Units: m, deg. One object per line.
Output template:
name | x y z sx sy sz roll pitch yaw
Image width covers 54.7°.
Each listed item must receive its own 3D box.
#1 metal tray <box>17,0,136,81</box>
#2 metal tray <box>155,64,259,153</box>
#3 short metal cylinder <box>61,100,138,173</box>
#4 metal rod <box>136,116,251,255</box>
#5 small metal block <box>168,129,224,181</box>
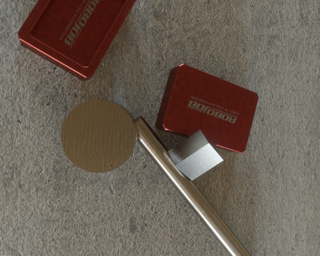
metal tray | -0.094 -0.134 0.371 0.090 0.030 0.130 30 80 -18
metal tray | 0.068 -0.024 0.433 0.131 0.030 0.090 18 84 -20
short metal cylinder | -0.067 0.008 0.359 0.081 0.050 0.079 0 93 -2
metal rod | 0.056 0.107 0.431 0.025 0.025 0.300 -41 104 -15
small metal block | 0.047 0.036 0.402 0.050 0.025 0.050 -35 137 9
